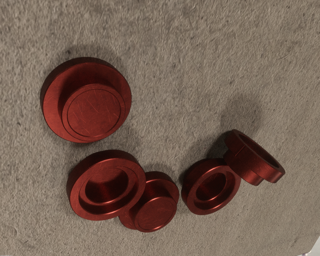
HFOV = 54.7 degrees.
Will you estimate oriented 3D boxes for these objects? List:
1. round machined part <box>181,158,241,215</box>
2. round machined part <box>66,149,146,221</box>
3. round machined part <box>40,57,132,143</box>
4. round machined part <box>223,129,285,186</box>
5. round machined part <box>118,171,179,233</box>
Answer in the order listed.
[{"bbox_3d":[0.076,0.088,0.494,0.099,0.042,0.097,-14,125,-21],"label":"round machined part"},{"bbox_3d":[-0.071,0.068,0.401,0.099,0.042,0.097,-14,124,-21],"label":"round machined part"},{"bbox_3d":[-0.077,-0.024,0.340,0.099,0.042,0.097,-14,125,-21],"label":"round machined part"},{"bbox_3d":[0.135,0.049,0.466,0.099,0.098,0.042,25,111,-37],"label":"round machined part"},{"bbox_3d":[-0.014,0.116,0.462,0.099,0.042,0.097,-14,125,-21],"label":"round machined part"}]
